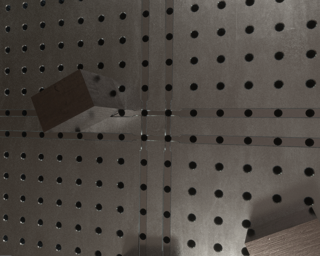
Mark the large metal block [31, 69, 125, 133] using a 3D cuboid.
[{"bbox_3d":[-0.108,-0.033,0.420,0.080,0.080,0.050,-25,82,18],"label":"large metal block"}]

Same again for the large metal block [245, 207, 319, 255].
[{"bbox_3d":[0.152,0.145,0.346,0.080,0.050,0.080,-27,81,17],"label":"large metal block"}]
